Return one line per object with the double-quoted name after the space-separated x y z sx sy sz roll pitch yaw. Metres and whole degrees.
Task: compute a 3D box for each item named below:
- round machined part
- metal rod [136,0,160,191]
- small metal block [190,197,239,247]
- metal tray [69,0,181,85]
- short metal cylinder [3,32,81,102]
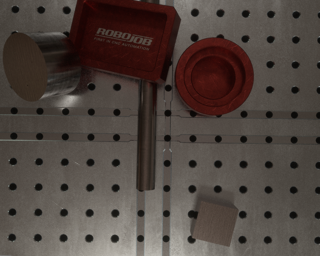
0.068 -0.065 0.406 0.099 0.042 0.097 0 90 -1 "round machined part"
-0.016 -0.068 0.413 0.025 0.025 0.298 1 90 -1 "metal rod"
0.072 0.125 0.414 0.050 0.025 0.050 14 90 -1 "small metal block"
-0.048 -0.113 0.391 0.130 0.030 0.089 15 93 14 "metal tray"
-0.145 -0.077 0.380 0.080 0.050 0.079 11 112 30 "short metal cylinder"
